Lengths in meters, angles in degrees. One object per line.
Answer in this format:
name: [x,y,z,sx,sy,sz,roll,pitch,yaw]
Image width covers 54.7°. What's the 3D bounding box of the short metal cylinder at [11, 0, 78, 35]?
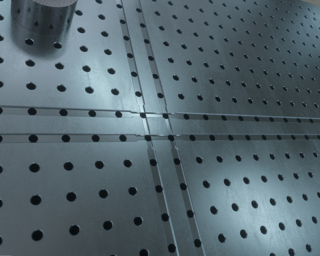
short metal cylinder: [-0.154,-0.172,0.414,0.081,0.050,0.080,14,56,-21]
